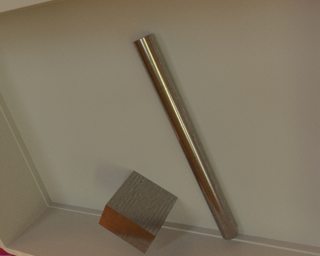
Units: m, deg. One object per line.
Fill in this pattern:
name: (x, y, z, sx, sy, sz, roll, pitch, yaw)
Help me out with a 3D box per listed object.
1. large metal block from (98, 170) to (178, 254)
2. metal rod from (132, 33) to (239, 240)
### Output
large metal block: (-0.031, 0.123, 0.464, 0.080, 0.080, 0.050, 31, 128, 8)
metal rod: (0.041, 0.025, 0.401, 0.025, 0.025, 0.299, -13, 112, 33)
